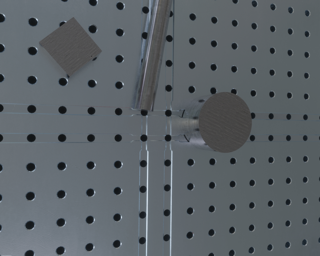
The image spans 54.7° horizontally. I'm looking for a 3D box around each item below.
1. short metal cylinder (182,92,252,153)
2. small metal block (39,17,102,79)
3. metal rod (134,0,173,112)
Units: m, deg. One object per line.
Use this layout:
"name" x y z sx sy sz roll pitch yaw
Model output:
"short metal cylinder" 0.078 -0.007 0.428 0.081 0.050 0.079 0 90 -20
"small metal block" -0.107 -0.095 0.373 0.050 0.025 0.050 -43 104 -15
"metal rod" 0.004 -0.170 0.413 0.025 0.025 0.298 11 86 -20
